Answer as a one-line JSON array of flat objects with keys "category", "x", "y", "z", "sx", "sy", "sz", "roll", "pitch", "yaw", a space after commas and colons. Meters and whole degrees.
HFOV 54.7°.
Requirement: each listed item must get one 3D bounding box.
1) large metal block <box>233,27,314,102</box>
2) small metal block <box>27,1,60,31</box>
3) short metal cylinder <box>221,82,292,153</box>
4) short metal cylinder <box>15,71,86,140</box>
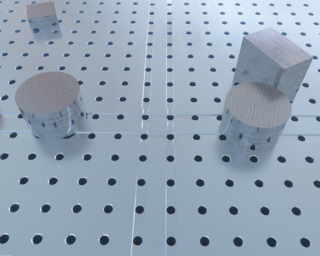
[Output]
[{"category": "large metal block", "x": 0.156, "y": -0.083, "z": 0.443, "sx": 0.050, "sy": 0.080, "sz": 0.080, "roll": -23, "pitch": 54, "yaw": -18}, {"category": "small metal block", "x": -0.220, "y": -0.211, "z": 0.584, "sx": 0.050, "sy": 0.025, "sz": 0.050, "roll": -13, "pitch": 51, "yaw": -11}, {"category": "short metal cylinder", "x": 0.123, "y": -0.015, "z": 0.404, "sx": 0.080, "sy": 0.050, "sz": 0.080, "roll": 0, "pitch": 50, "yaw": 0}, {"category": "short metal cylinder", "x": -0.144, "y": -0.031, "z": 0.416, "sx": 0.080, "sy": 0.050, "sz": 0.080, "roll": 0, "pitch": 50, "yaw": 0}]
